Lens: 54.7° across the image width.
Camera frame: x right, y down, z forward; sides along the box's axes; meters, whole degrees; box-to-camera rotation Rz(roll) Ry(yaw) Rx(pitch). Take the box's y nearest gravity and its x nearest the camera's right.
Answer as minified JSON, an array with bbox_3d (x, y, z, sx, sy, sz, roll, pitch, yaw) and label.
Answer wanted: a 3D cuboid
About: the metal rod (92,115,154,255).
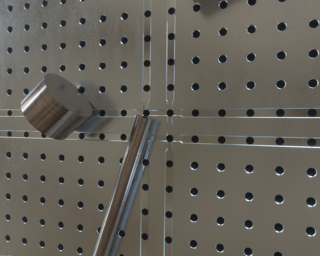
[{"bbox_3d":[-0.065,0.127,0.435,0.025,0.025,0.298,20,97,19],"label":"metal rod"}]

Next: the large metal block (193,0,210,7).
[{"bbox_3d":[0.061,-0.211,0.378,0.080,0.050,0.080,-24,82,18],"label":"large metal block"}]

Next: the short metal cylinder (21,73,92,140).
[{"bbox_3d":[-0.143,-0.030,0.434,0.050,0.080,0.080,-42,77,15],"label":"short metal cylinder"}]
